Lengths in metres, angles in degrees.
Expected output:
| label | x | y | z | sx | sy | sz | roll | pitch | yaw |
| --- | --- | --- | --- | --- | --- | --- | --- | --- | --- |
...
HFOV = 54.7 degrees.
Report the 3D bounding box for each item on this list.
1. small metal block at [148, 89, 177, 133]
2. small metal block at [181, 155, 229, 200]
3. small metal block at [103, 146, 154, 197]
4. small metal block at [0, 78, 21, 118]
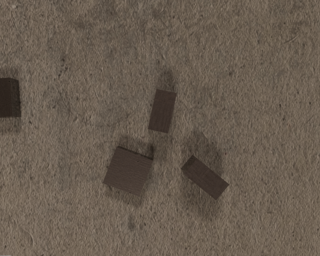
| label | x | y | z | sx | sy | sz | roll | pitch | yaw |
| --- | --- | --- | --- | --- | --- | --- | --- | --- | --- |
| small metal block | 0.003 | -0.020 | 0.398 | 0.025 | 0.050 | 0.050 | 12 | 90 | 0 |
| small metal block | 0.056 | 0.062 | 0.398 | 0.050 | 0.050 | 0.025 | 39 | 90 | -1 |
| small metal block | -0.041 | 0.056 | 0.410 | 0.050 | 0.025 | 0.050 | 21 | 90 | -1 |
| small metal block | -0.215 | -0.038 | 0.407 | 0.050 | 0.025 | 0.050 | -4 | 90 | -1 |
